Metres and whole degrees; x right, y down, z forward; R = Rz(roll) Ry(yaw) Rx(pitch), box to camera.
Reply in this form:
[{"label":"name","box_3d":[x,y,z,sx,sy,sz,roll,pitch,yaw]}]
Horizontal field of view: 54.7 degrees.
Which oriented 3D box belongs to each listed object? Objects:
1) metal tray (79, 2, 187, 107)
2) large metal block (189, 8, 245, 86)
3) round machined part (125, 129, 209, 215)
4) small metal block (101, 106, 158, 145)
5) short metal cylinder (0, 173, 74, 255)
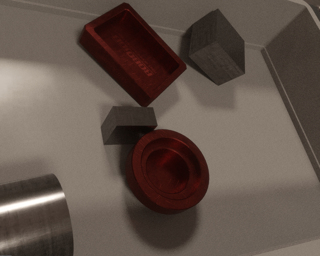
[{"label":"metal tray","box_3d":[-0.035,-0.104,0.434,0.130,0.030,0.090,46,55,-5]},{"label":"large metal block","box_3d":[0.095,-0.130,0.506,0.080,0.050,0.080,37,47,-33]},{"label":"round machined part","box_3d":[0.005,0.054,0.366,0.099,0.042,0.098,14,56,-21]},{"label":"small metal block","box_3d":[-0.038,-0.002,0.372,0.050,0.050,0.025,0,62,-29]},{"label":"short metal cylinder","box_3d":[-0.111,0.083,0.261,0.050,0.080,0.080,-9,66,-32]}]
